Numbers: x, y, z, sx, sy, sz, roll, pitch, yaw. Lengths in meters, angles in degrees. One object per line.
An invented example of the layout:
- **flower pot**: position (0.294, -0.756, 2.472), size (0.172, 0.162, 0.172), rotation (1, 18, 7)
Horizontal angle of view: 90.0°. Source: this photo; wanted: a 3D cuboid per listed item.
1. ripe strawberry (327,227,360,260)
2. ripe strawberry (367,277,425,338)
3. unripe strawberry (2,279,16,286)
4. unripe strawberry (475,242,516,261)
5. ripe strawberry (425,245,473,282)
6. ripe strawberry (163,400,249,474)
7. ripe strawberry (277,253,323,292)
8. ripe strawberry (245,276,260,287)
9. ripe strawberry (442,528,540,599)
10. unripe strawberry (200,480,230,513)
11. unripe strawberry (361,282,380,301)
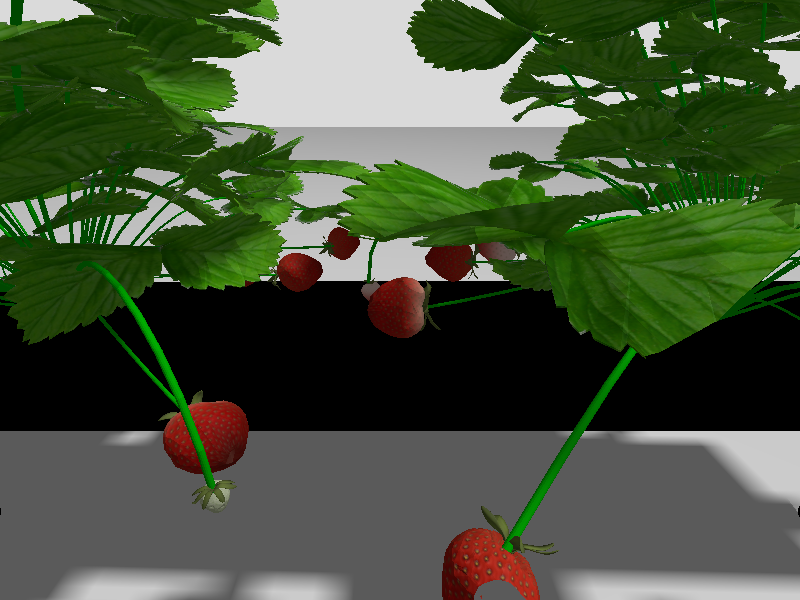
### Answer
- **ripe strawberry**: position (-0.055, -0.057, 0.397), size (0.033, 0.032, 0.030), rotation (-18, 31, -34)
- **ripe strawberry**: position (-0.002, 0.005, 0.255), size (0.037, 0.039, 0.034), rotation (-3, 25, -5)
- **unripe strawberry**: position (-0.319, -0.013, 0.327), size (0.010, 0.011, 0.011), rotation (13, 28, 26)
- **unripe strawberry**: position (0.091, -0.052, 0.376), size (0.039, 0.039, 0.043), rotation (19, 31, 36)
- **ripe strawberry**: position (0.042, -0.036, 0.346), size (0.040, 0.039, 0.037), rotation (10, 27, 21)
- **ripe strawberry**: position (-0.076, 0.055, 0.161), size (0.031, 0.027, 0.031), rotation (21, 32, 36)
- **ripe strawberry**: position (-0.081, -0.023, 0.323), size (0.036, 0.031, 0.036), rotation (-8, 26, -18)
- **ripe strawberry**: position (-0.133, -0.030, 0.337), size (0.037, 0.037, 0.035), rotation (-17, 30, -32)
- **ripe strawberry**: position (0.023, 0.081, 0.111), size (0.027, 0.030, 0.029), rotation (25, -14, 42)
- **unripe strawberry**: position (-0.059, 0.064, 0.128), size (0.010, 0.010, 0.009), rotation (22, 33, 39)
- **unripe strawberry**: position (-0.021, -0.005, 0.291), size (0.015, 0.015, 0.014), rotation (2, 25, 3)
